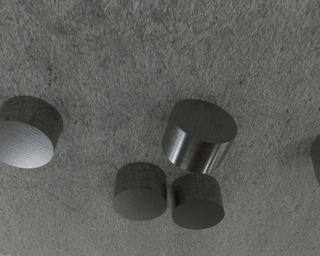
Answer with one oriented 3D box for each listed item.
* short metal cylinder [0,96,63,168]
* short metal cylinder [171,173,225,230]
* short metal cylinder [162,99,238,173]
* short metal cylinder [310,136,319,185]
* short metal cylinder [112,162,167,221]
[{"bbox_3d":[-0.170,0.006,0.394,0.081,0.050,0.079,0,130,0],"label":"short metal cylinder"},{"bbox_3d":[0.058,0.117,0.491,0.081,0.050,0.079,0,130,0],"label":"short metal cylinder"},{"bbox_3d":[0.047,0.009,0.379,0.081,0.080,0.050,10,129,-9],"label":"short metal cylinder"},{"bbox_3d":[0.248,0.045,0.412,0.080,0.080,0.050,-20,127,16],"label":"short metal cylinder"},{"bbox_3d":[-0.030,0.098,0.474,0.081,0.050,0.079,0,130,0],"label":"short metal cylinder"}]
